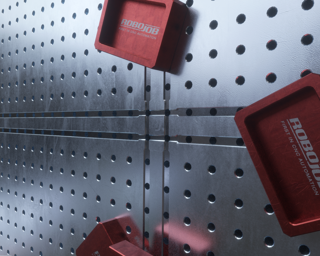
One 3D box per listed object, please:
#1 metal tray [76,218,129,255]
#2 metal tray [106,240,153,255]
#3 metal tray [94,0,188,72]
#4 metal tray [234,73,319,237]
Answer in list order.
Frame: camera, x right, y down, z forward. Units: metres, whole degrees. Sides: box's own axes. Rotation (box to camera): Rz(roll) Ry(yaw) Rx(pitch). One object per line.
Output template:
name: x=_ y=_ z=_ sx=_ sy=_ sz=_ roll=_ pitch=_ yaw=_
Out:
metal tray: x=-0.068 y=0.214 z=0.460 sx=0.090 sy=0.030 sz=0.130 roll=-51 pitch=60 yaw=27
metal tray: x=-0.034 y=0.223 z=0.392 sx=0.090 sy=0.030 sz=0.129 roll=13 pitch=98 yaw=38
metal tray: x=-0.032 y=-0.139 z=0.430 sx=0.130 sy=0.030 sz=0.089 roll=27 pitch=107 yaw=36
metal tray: x=0.137 y=0.026 z=0.292 sx=0.090 sy=0.030 sz=0.129 roll=-31 pitch=71 yaw=35
